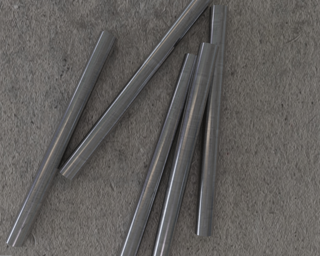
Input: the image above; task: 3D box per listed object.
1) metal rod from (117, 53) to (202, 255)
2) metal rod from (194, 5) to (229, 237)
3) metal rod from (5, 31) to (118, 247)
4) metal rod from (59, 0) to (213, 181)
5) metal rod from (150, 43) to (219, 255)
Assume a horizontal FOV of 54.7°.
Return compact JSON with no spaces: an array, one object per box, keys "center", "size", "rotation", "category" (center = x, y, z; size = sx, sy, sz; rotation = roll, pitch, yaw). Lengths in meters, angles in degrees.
[{"center":[-0.003,0.048,0.409],"size":[0.025,0.025,0.299],"rotation":[18,90,0],"category":"metal rod"},{"center":[0.068,-0.010,0.410],"size":[0.025,0.025,0.298],"rotation":[4,90,0],"category":"metal rod"},{"center":[-0.129,0.014,0.408],"size":[0.025,0.025,0.299],"rotation":[25,90,0],"category":"metal rod"},{"center":[-0.031,-0.057,0.409],"size":[0.025,0.025,0.300],"rotation":[38,90,0],"category":"metal rod"},{"center":[0.029,0.042,0.398],"size":[0.025,0.025,0.298],"rotation":[13,94,0],"category":"metal rod"}]
